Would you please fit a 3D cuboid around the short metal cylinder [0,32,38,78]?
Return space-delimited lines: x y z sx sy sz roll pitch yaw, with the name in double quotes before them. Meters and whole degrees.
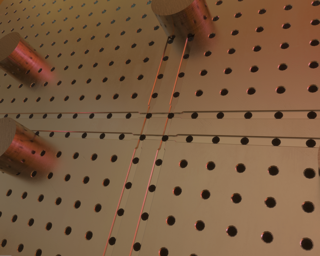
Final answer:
"short metal cylinder" -0.301 -0.150 0.639 0.080 0.050 0.080 -13 56 20

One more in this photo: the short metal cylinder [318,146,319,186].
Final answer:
"short metal cylinder" 0.184 0.037 0.273 0.080 0.050 0.080 -13 56 20

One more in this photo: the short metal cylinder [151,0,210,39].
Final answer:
"short metal cylinder" 0.033 -0.189 0.490 0.080 0.050 0.080 -13 56 20

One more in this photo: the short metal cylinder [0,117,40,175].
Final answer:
"short metal cylinder" -0.244 0.029 0.500 0.080 0.050 0.080 -13 56 20
